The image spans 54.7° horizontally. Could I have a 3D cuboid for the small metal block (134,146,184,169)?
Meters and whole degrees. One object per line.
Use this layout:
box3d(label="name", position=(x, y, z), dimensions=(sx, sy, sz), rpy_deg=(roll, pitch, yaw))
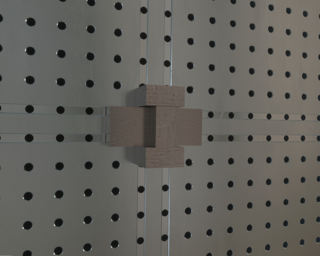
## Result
box3d(label="small metal block", position=(-0.002, 0.036, 0.399), dimensions=(0.050, 0.050, 0.025), rpy_deg=(1, 90, -20))

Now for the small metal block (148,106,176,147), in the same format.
box3d(label="small metal block", position=(-0.002, -0.002, 0.399), dimensions=(0.025, 0.050, 0.050), rpy_deg=(1, 90, -20))

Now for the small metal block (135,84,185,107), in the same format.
box3d(label="small metal block", position=(-0.001, -0.039, 0.399), dimensions=(0.050, 0.050, 0.025), rpy_deg=(1, 90, -20))

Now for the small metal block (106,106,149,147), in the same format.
box3d(label="small metal block", position=(-0.042, -0.002, 0.398), dimensions=(0.050, 0.025, 0.050), rpy_deg=(1, 90, -21))

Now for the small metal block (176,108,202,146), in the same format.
box3d(label="small metal block", position=(0.029, -0.001, 0.424), dimensions=(0.050, 0.025, 0.050), rpy_deg=(1, 90, -21))
